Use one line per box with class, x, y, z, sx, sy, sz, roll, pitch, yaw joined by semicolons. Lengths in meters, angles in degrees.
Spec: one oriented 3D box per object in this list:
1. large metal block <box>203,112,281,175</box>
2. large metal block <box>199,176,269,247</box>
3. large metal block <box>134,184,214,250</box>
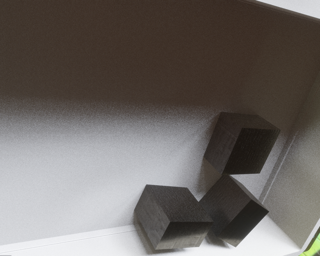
large metal block;0.126;0.024;0.479;0.081;0.050;0.079;3;117;-30
large metal block;0.118;0.135;0.519;0.050;0.080;0.080;36;98;-29
large metal block;0.019;0.132;0.468;0.081;0.080;0.050;12;112;-34
